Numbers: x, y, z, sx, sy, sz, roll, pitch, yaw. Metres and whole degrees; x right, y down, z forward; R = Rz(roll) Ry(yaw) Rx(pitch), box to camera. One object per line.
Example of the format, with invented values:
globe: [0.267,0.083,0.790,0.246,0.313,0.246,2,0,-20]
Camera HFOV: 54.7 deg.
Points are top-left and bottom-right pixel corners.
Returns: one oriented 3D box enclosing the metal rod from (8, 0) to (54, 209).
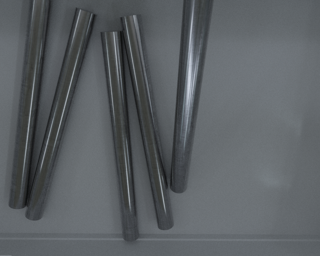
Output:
metal rod: [-0.169,-0.026,0.399,0.025,0.025,0.298,13,109,-5]

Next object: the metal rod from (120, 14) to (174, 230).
metal rod: [-0.013,0.007,0.413,0.025,0.025,0.298,-8,110,2]

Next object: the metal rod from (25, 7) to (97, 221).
metal rod: [-0.135,-0.004,0.407,0.025,0.025,0.298,18,109,-7]

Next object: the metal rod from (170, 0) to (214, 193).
metal rod: [0.030,-0.022,0.340,0.025,0.025,0.298,1,135,-1]

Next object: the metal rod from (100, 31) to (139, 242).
metal rod: [-0.051,0.025,0.419,0.025,0.025,0.298,-3,110,0]
